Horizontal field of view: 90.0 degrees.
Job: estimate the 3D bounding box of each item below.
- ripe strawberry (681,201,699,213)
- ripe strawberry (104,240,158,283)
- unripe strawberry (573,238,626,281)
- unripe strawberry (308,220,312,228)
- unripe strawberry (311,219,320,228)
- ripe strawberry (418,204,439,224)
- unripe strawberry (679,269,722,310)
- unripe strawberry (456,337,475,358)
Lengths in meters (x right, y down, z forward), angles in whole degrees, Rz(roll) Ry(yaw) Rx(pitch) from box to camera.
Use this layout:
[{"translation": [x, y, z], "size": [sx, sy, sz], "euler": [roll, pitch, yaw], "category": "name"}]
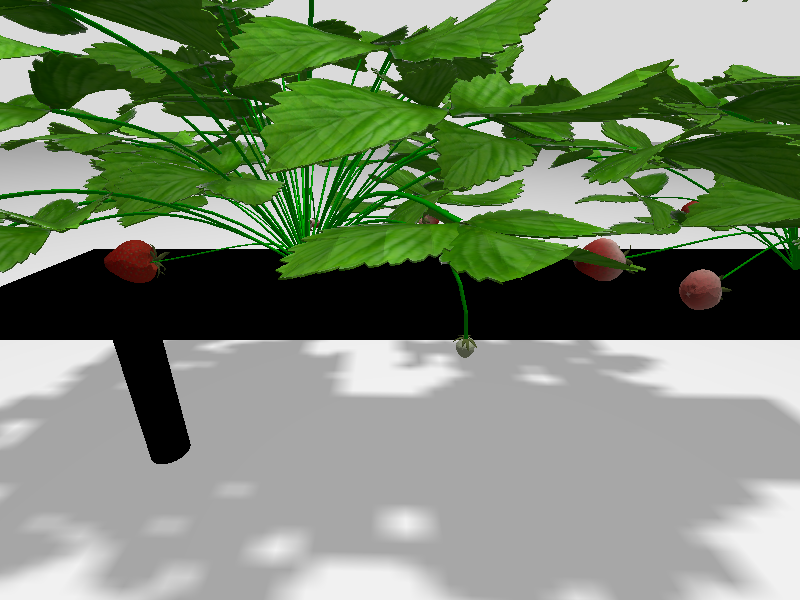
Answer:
[{"translation": [0.388, -0.114, 0.524], "size": [0.039, 0.035, 0.035], "euler": [3, 23, 7], "category": "ripe strawberry"}, {"translation": [-0.226, -0.031, 0.335], "size": [0.038, 0.037, 0.035], "euler": [-5, 24, -11], "category": "ripe strawberry"}, {"translation": [0.167, -0.034, 0.338], "size": [0.040, 0.034, 0.039], "euler": [-4, 24, -7], "category": "unripe strawberry"}, {"translation": [-0.118, -0.092, 0.495], "size": [0.019, 0.016, 0.019], "euler": [-5, 16, -12], "category": "unripe strawberry"}, {"translation": [-0.109, -0.098, 0.515], "size": [0.012, 0.012, 0.010], "euler": [-3, 24, -8], "category": "unripe strawberry"}, {"translation": [0.039, -0.111, 0.518], "size": [0.034, 0.036, 0.037], "euler": [16, 28, 33], "category": "ripe strawberry"}, {"translation": [0.211, -0.007, 0.284], "size": [0.027, 0.029, 0.025], "euler": [-13, 27, -27], "category": "unripe strawberry"}, {"translation": [0.035, 0.025, 0.212], "size": [0.011, 0.011, 0.010], "euler": [-16, 28, -33], "category": "unripe strawberry"}]
